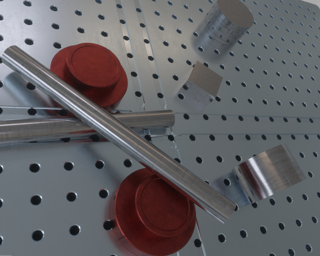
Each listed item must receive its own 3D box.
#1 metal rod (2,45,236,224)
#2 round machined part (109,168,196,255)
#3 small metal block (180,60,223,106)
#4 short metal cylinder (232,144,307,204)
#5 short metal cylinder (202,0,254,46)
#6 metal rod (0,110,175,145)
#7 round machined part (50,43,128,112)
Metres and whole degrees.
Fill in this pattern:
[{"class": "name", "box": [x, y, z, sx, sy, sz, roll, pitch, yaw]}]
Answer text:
[{"class": "metal rod", "box": [-0.050, 0.003, 0.339, 0.300, 0.025, 0.025, 35, 51, 6]}, {"class": "round machined part", "box": [-0.002, 0.089, 0.342, 0.099, 0.042, 0.098, 14, 56, -21]}, {"class": "small metal block", "box": [0.066, -0.070, 0.486, 0.050, 0.025, 0.050, 32, 52, -8]}, {"class": "short metal cylinder", "box": [0.144, 0.062, 0.412, 0.081, 0.080, 0.050, -13, 69, -33]}, {"class": "short metal cylinder", "box": [0.128, -0.202, 0.584, 0.081, 0.050, 0.080, 13, 56, -21]}, {"class": "metal rod", "box": [-0.116, 0.000, 0.345, 0.303, 0.025, 0.025, -6, 65, -31]}, {"class": "round machined part", "box": [-0.087, -0.068, 0.392, 0.099, 0.042, 0.098, 14, 56, -21]}]
